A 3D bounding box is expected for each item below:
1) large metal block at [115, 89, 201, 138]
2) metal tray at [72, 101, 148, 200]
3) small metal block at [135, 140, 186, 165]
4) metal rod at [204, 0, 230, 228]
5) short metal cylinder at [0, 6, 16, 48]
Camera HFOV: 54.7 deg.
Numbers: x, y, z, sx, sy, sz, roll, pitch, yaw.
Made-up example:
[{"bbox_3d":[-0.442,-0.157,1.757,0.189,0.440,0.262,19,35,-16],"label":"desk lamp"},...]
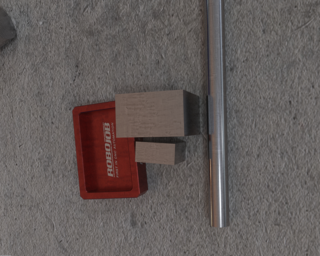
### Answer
[{"bbox_3d":[0.001,-0.015,0.379,0.080,0.080,0.050,-2,90,19],"label":"large metal block"},{"bbox_3d":[-0.070,0.030,0.429,0.090,0.030,0.129,-7,88,19],"label":"metal tray"},{"bbox_3d":[0.002,0.030,0.394,0.050,0.050,0.025,2,91,19],"label":"small metal block"},{"bbox_3d":[0.070,-0.030,0.383,0.025,0.025,0.298,-1,90,19],"label":"metal rod"},{"bbox_3d":[-0.273,-0.157,0.474,0.050,0.080,0.080,-30,81,17],"label":"short metal cylinder"}]
